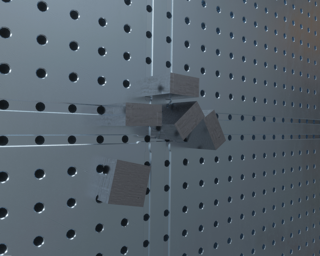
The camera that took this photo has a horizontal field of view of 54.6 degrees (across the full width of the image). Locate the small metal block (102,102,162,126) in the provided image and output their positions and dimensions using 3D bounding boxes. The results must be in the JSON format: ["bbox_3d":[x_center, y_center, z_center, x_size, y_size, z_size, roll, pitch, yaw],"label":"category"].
[{"bbox_3d":[-0.033,-0.015,0.364,0.050,0.050,0.025,0,90,-40],"label":"small metal block"}]

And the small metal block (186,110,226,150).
[{"bbox_3d":[0.059,0.002,0.441,0.025,0.050,0.050,-38,113,-33],"label":"small metal block"}]

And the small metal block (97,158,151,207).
[{"bbox_3d":[-0.042,0.066,0.373,0.050,0.025,0.050,18,79,-39],"label":"small metal block"}]

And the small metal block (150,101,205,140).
[{"bbox_3d":[0.022,-0.010,0.410,0.050,0.050,0.025,-45,117,-30],"label":"small metal block"}]

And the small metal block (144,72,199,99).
[{"bbox_3d":[0.015,-0.053,0.405,0.050,0.050,0.025,3,89,-40],"label":"small metal block"}]
